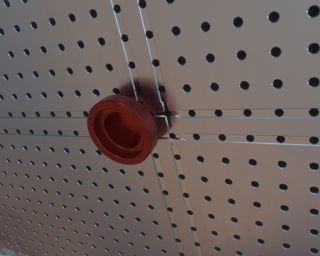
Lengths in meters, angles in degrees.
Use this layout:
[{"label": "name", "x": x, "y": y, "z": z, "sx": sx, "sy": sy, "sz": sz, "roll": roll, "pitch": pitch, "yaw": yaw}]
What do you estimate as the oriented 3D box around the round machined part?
[{"label": "round machined part", "x": -0.047, "y": -0.001, "z": 0.425, "sx": 0.098, "sy": 0.042, "sz": 0.097, "roll": 13, "pitch": 124, "yaw": 21}]
